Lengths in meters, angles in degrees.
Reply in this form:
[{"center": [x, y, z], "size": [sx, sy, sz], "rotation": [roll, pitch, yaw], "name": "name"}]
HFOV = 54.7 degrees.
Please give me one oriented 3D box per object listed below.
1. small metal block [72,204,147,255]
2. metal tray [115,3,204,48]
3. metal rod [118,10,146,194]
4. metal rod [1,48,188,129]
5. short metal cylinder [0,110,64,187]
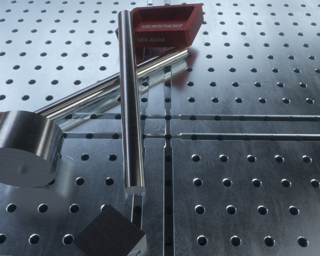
[{"center": [-0.049, 0.114, 0.311], "size": [0.050, 0.025, 0.050], "rotation": [32, 57, 23], "name": "small metal block"}, {"center": [0.000, -0.175, 0.530], "size": [0.130, 0.030, 0.090], "rotation": [6, 48, 22], "name": "metal tray"}, {"center": [-0.042, -0.056, 0.428], "size": [0.025, 0.025, 0.299], "rotation": [-4, 58, -4], "name": "metal rod"}, {"center": [-0.082, -0.058, 0.455], "size": [0.302, 0.025, 0.025], "rotation": [-30, 57, -24], "name": "metal rod"}, {"center": [-0.154, 0.025, 0.349], "size": [0.081, 0.080, 0.050], "rotation": [0, 50, -1], "name": "short metal cylinder"}]
